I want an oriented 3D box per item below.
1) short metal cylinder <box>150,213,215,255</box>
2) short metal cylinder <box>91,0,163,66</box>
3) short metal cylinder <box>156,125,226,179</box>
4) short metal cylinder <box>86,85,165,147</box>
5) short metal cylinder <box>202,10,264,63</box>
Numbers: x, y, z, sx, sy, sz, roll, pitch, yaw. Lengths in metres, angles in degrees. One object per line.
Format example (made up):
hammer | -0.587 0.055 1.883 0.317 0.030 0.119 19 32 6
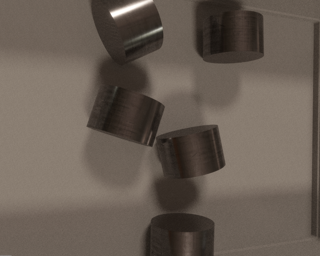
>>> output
short metal cylinder | 0.028 0.144 0.393 0.081 0.080 0.050 2 90 -20
short metal cylinder | -0.039 -0.121 0.367 0.050 0.080 0.080 -29 100 -18
short metal cylinder | 0.039 0.029 0.397 0.081 0.080 0.050 -14 95 -20
short metal cylinder | -0.040 -0.013 0.367 0.081 0.080 0.050 19 84 -19
short metal cylinder | 0.098 -0.120 0.419 0.081 0.080 0.050 -2 91 -20
